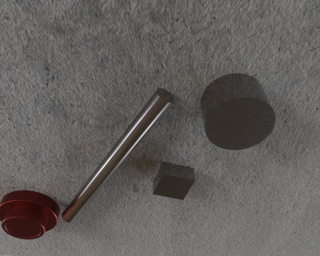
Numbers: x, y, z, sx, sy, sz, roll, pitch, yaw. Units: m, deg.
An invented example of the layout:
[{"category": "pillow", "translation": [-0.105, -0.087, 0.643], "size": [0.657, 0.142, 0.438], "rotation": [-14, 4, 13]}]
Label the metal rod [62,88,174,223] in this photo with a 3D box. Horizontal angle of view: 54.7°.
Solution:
[{"category": "metal rod", "translation": [-0.075, 0.056, 0.454], "size": [0.025, 0.025, 0.298], "rotation": [26, 125, -21]}]

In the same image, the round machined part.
[{"category": "round machined part", "translation": [-0.224, 0.152, 0.522], "size": [0.099, 0.042, 0.097], "rotation": [-1, 130, 0]}]

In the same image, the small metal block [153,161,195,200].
[{"category": "small metal block", "translation": [0.021, 0.082, 0.478], "size": [0.050, 0.025, 0.050], "rotation": [14, 129, -12]}]

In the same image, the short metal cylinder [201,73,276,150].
[{"category": "short metal cylinder", "translation": [0.092, -0.019, 0.376], "size": [0.081, 0.050, 0.079], "rotation": [0, 130, 0]}]
